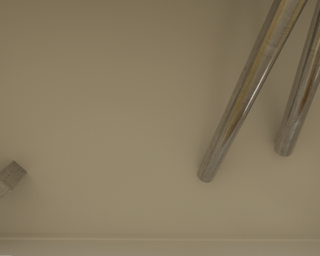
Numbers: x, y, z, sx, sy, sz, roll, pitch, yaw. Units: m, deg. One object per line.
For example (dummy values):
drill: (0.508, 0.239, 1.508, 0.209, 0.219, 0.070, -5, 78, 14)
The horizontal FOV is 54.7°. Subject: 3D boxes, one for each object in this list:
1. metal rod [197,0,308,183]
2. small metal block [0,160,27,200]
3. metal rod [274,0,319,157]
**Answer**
metal rod: (0.090, -0.034, 0.333, 0.025, 0.025, 0.298, 10, 136, -4)
small metal block: (-0.218, 0.078, 0.424, 0.050, 0.050, 0.025, -38, 106, 12)
metal rod: (0.154, -0.064, 0.312, 0.025, 0.025, 0.299, -7, 141, 2)
